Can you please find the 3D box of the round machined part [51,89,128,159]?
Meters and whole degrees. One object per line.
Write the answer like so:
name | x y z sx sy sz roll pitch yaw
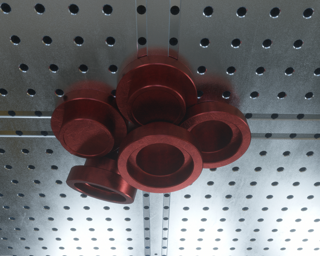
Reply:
round machined part | -0.091 0.002 0.401 0.099 0.042 0.097 0 130 0

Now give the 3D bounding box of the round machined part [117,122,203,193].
round machined part | 0.000 0.031 0.370 0.099 0.042 0.097 0 130 0

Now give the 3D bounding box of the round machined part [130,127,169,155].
round machined part | -0.004 0.041 0.435 0.099 0.042 0.097 0 130 0

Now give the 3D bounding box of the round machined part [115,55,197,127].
round machined part | -0.004 -0.034 0.372 0.099 0.042 0.097 0 130 0

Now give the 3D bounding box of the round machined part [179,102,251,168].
round machined part | 0.064 0.005 0.404 0.099 0.042 0.097 0 130 0

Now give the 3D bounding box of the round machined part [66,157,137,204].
round machined part | -0.079 0.073 0.444 0.098 0.042 0.098 12 154 6
